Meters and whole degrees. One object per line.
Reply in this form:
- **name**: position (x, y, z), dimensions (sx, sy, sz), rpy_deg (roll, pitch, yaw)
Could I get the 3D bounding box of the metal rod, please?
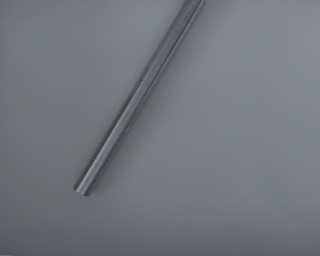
- **metal rod**: position (-0.027, -0.044, 0.411), dimensions (0.025, 0.025, 0.299), rpy_deg (31, 90, -1)
